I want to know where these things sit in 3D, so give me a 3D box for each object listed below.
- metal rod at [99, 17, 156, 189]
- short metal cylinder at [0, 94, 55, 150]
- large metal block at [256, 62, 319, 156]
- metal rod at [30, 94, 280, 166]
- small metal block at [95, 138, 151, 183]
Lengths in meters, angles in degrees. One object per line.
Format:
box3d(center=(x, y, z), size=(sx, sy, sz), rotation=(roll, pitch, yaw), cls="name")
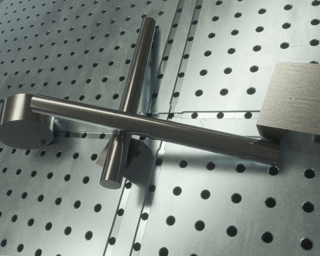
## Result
box3d(center=(-0.038, -0.056, 0.440), size=(0.025, 0.025, 0.300), rotation=(-9, 51, 23), cls="metal rod")
box3d(center=(-0.208, -0.008, 0.485), size=(0.080, 0.080, 0.050), rotation=(-21, 54, 15), cls="short metal cylinder")
box3d(center=(0.156, -0.020, 0.322), size=(0.080, 0.050, 0.080), rotation=(12, 67, 32), cls="large metal block")
box3d(center=(-0.018, -0.002, 0.366), size=(0.301, 0.025, 0.025), rotation=(12, 67, 15), cls="metal rod")
box3d(center=(-0.048, 0.038, 0.409), size=(0.050, 0.025, 0.050), rotation=(18, 71, 34), cls="small metal block")
